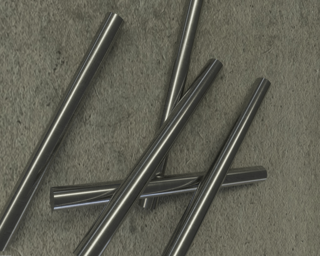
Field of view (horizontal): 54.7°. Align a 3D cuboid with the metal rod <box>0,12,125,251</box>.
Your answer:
[{"bbox_3d":[-0.118,-0.004,0.365,0.025,0.025,0.299,28,81,-18],"label":"metal rod"}]

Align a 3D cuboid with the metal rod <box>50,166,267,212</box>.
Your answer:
[{"bbox_3d":[0.020,0.071,0.393,0.303,0.025,0.025,-1,91,-29],"label":"metal rod"}]

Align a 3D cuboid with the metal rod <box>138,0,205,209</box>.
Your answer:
[{"bbox_3d":[0.018,-0.042,0.416,0.025,0.025,0.298,15,85,-20],"label":"metal rod"}]

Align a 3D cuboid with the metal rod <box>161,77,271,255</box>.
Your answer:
[{"bbox_3d":[0.081,0.045,0.403,0.025,0.025,0.301,42,63,-16],"label":"metal rod"}]

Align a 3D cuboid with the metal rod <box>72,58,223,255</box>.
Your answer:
[{"bbox_3d":[0.003,0.019,0.368,0.025,0.025,0.301,44,60,-15],"label":"metal rod"}]
